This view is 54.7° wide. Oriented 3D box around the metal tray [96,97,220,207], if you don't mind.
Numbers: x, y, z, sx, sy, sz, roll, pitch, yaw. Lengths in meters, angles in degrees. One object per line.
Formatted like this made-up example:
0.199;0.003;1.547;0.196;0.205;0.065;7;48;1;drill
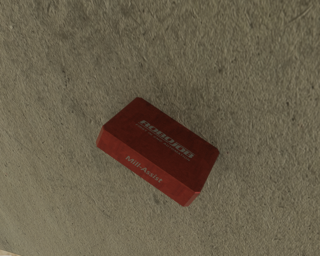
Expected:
0.001;0.024;0.380;0.130;0.090;0.030;34;129;5;metal tray
